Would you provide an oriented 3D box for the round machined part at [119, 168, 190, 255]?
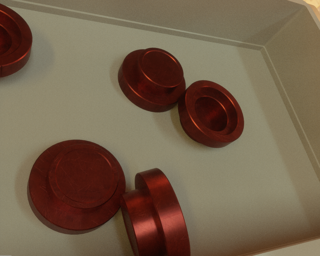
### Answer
[{"bbox_3d":[-0.010,0.092,0.302,0.042,0.098,0.098,-14,68,-16],"label":"round machined part"}]

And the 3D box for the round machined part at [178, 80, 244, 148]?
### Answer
[{"bbox_3d":[0.067,-0.016,0.441,0.099,0.042,0.098,15,57,-24],"label":"round machined part"}]

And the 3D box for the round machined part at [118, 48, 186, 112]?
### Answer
[{"bbox_3d":[-0.006,-0.074,0.438,0.099,0.042,0.098,14,56,-21],"label":"round machined part"}]

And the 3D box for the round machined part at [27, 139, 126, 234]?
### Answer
[{"bbox_3d":[-0.081,0.055,0.318,0.099,0.042,0.098,14,56,-21],"label":"round machined part"}]

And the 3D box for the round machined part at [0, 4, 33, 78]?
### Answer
[{"bbox_3d":[-0.198,-0.094,0.346,0.099,0.042,0.098,14,56,-21],"label":"round machined part"}]
